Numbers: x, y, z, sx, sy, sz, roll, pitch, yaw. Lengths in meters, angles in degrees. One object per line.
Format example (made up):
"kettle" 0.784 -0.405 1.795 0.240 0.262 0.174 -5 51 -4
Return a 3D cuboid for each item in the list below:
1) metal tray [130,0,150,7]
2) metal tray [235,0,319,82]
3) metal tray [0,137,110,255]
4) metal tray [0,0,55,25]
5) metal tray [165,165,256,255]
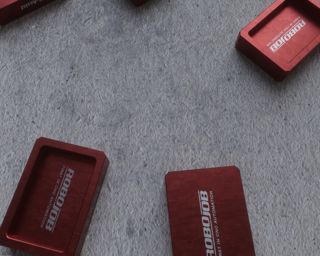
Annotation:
"metal tray" -0.042 -0.268 0.503 0.090 0.030 0.130 -37 74 -13
"metal tray" 0.188 -0.141 0.457 0.130 0.030 0.090 -42 75 -14
"metal tray" -0.124 0.084 0.373 0.090 0.030 0.130 13 70 4
"metal tray" -0.216 -0.229 0.487 0.131 0.030 0.090 -32 73 -11
"metal tray" 0.057 0.114 0.364 0.091 0.030 0.130 -5 70 -2
